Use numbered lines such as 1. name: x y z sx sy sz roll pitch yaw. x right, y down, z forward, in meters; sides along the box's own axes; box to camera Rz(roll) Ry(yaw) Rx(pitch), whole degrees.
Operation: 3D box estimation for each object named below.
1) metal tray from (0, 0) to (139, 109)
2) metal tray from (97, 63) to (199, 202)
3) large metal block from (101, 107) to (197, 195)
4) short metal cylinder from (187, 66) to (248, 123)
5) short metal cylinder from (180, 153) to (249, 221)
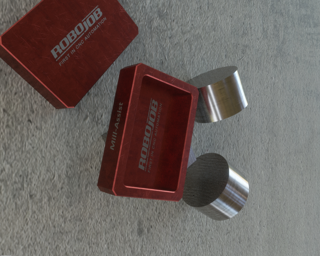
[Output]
1. metal tray: -0.091 -0.095 0.325 0.090 0.030 0.130 49 61 -29
2. metal tray: -0.008 0.008 0.329 0.091 0.030 0.129 16 79 -39
3. large metal block: -0.011 0.025 0.379 0.081 0.050 0.080 -35 112 -34
4. short metal cylinder: 0.076 -0.048 0.433 0.080 0.080 0.050 -36 113 -34
5. short metal cylinder: 0.075 0.081 0.432 0.050 0.080 0.080 39 67 -34
